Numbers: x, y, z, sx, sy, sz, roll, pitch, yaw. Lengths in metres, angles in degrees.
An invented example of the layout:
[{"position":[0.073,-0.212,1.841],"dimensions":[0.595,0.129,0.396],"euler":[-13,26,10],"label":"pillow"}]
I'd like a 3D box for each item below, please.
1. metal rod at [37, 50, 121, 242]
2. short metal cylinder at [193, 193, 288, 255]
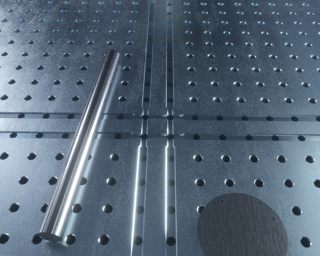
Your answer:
[{"position":[-0.094,-0.004,0.409],"dimensions":[0.025,0.025,0.300],"euler":[5,50,4],"label":"metal rod"},{"position":[0.074,0.110,0.299],"dimensions":[0.080,0.050,0.080],"euler":[0,50,0],"label":"short metal cylinder"}]
